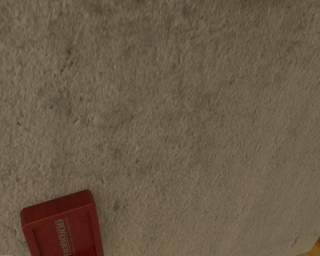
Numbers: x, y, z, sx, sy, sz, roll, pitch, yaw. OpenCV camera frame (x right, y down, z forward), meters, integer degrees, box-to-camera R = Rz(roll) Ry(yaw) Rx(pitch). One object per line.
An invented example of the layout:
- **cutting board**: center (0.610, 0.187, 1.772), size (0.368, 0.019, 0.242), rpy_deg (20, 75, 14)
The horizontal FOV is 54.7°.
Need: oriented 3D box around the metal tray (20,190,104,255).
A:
- **metal tray**: center (-0.130, 0.154, 0.428), size (0.091, 0.030, 0.129), rpy_deg (-14, 125, -21)
